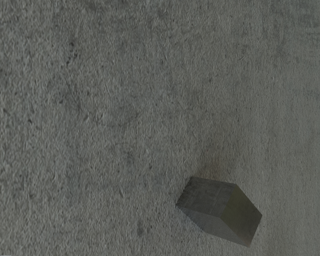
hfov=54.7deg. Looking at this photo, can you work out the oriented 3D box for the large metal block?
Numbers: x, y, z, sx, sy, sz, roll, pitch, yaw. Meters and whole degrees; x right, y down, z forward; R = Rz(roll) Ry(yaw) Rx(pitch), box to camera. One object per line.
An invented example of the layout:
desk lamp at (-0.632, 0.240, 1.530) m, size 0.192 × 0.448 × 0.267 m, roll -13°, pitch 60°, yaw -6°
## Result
large metal block at (0.084, 0.117, 0.439) m, size 0.080 × 0.080 × 0.050 m, roll 48°, pitch 62°, yaw -30°
